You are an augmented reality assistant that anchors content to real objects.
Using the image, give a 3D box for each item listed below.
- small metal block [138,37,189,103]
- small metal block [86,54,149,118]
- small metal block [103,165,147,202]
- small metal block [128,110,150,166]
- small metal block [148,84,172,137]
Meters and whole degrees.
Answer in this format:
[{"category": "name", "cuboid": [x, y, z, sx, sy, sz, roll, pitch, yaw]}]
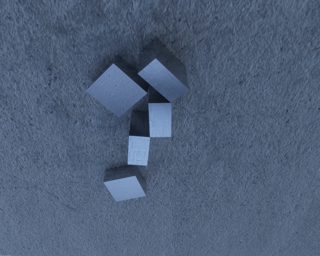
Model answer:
[{"category": "small metal block", "cuboid": [0.004, -0.063, 0.337, 0.025, 0.050, 0.050, -36, 122, 26]}, {"category": "small metal block", "cuboid": [-0.049, -0.048, 0.362, 0.050, 0.025, 0.050, 40, 120, -22]}, {"category": "small metal block", "cuboid": [-0.053, 0.085, 0.479, 0.050, 0.025, 0.050, -13, 129, 10]}, {"category": "small metal block", "cuboid": [-0.027, 0.013, 0.401, 0.025, 0.050, 0.050, 4, 130, -4]}, {"category": "small metal block", "cuboid": [0.000, -0.024, 0.370, 0.025, 0.050, 0.050, -1, 131, 0]}]
